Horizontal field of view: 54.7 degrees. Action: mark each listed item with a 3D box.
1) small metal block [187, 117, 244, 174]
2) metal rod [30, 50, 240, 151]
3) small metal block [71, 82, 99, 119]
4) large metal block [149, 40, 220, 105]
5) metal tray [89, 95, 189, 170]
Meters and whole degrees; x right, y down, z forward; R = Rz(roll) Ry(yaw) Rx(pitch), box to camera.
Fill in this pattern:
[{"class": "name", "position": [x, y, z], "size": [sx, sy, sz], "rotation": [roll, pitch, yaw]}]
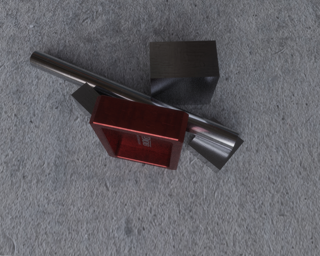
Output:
[{"class": "small metal block", "position": [0.071, 0.023, 0.402], "size": [0.050, 0.025, 0.050], "rotation": [40, 74, 13]}, {"class": "metal rod", "position": [-0.043, -0.041, 0.409], "size": [0.301, 0.025, 0.025], "rotation": [23, 72, 13]}, {"class": "small metal block", "position": [-0.083, -0.025, 0.403], "size": [0.050, 0.050, 0.025], "rotation": [43, 75, 13]}, {"class": "large metal block", "position": [0.028, -0.068, 0.404], "size": [0.081, 0.080, 0.050], "rotation": [-2, 70, -1]}, {"class": "metal tray", "position": [-0.020, 0.011, 0.349], "size": [0.090, 0.130, 0.030], "rotation": [12, 71, 4]}]
